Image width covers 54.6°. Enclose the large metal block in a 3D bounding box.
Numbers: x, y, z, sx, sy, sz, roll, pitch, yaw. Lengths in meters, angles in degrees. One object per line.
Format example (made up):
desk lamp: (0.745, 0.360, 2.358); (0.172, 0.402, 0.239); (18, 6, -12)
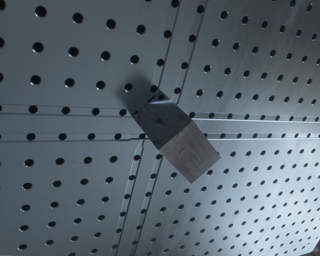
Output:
large metal block: (0.021, 0.012, 0.393); (0.050, 0.080, 0.080); (-41, 130, 0)
